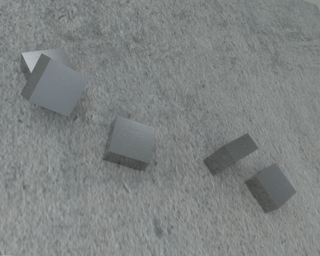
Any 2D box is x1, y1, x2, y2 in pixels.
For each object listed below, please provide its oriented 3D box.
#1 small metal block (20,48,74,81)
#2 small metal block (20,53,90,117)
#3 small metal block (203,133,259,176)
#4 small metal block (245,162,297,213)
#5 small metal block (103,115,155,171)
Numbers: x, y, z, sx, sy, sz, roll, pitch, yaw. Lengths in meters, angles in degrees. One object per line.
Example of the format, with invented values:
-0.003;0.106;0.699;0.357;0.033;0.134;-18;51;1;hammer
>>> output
-0.133;-0.066;0.373;0.050;0.025;0.050;-19;72;-36;small metal block
-0.115;-0.046;0.342;0.025;0.050;0.050;30;2;43;small metal block
0.095;0.036;0.419;0.050;0.050;0.025;-21;74;-36;small metal block
0.157;0.084;0.440;0.050;0.025;0.050;-23;74;-37;small metal block
-0.037;0.019;0.374;0.050;0.025;0.050;19;54;-17;small metal block
